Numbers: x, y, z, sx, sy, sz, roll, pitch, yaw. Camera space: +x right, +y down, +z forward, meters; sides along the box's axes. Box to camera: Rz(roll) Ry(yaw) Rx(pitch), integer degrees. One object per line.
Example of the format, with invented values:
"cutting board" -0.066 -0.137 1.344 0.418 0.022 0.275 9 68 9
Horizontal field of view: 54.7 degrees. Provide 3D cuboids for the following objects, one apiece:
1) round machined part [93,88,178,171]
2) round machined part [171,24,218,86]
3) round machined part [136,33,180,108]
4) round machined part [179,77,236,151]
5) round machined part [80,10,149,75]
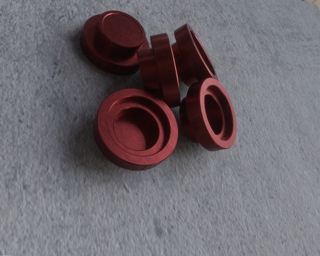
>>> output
"round machined part" -0.031 0.005 0.371 0.099 0.042 0.098 11 62 -20
"round machined part" 0.045 -0.101 0.461 0.098 0.042 0.098 51 22 -30
"round machined part" -0.004 -0.073 0.410 0.042 0.098 0.098 -11 64 0
"round machined part" 0.063 -0.016 0.422 0.098 0.042 0.098 23 60 -47
"round machined part" -0.060 -0.127 0.439 0.099 0.042 0.098 14 56 -21
